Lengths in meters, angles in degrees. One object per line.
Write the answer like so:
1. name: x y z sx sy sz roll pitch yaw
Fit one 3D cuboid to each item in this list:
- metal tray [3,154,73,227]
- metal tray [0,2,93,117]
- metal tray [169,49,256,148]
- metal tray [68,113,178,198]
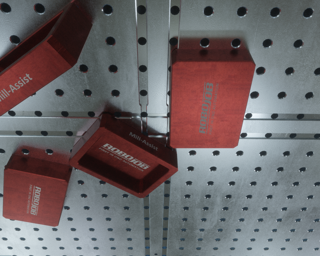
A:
1. metal tray: -0.198 0.104 0.495 0.091 0.030 0.129 15 129 -12
2. metal tray: -0.133 -0.064 0.312 0.130 0.090 0.030 -27 125 21
3. metal tray: 0.058 -0.031 0.382 0.090 0.030 0.129 0 130 0
4. metal tray: -0.050 0.045 0.445 0.130 0.030 0.090 31 123 -24
